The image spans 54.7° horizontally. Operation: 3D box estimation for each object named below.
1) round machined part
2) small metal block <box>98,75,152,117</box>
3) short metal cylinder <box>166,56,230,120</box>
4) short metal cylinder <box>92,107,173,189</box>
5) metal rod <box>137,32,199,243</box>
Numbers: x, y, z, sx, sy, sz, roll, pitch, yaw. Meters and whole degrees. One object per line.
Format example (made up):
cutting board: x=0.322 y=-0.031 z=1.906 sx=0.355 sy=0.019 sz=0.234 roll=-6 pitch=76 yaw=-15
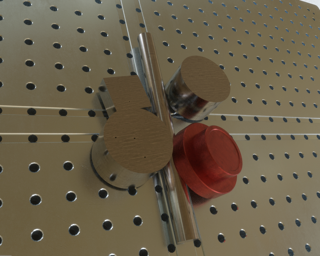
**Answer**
round machined part: x=0.066 y=0.036 z=0.391 sx=0.098 sy=0.042 sz=0.098 roll=27 pitch=45 yaw=-31
small metal block: x=-0.046 y=-0.039 z=0.402 sx=0.050 sy=0.025 sz=0.050 roll=-12 pitch=68 yaw=-33
short metal cylinder: x=0.054 y=-0.058 z=0.451 sx=0.081 sy=0.050 sz=0.080 roll=14 pitch=56 yaw=-21
short metal cylinder: x=-0.032 y=0.023 z=0.355 sx=0.081 sy=0.050 sz=0.080 roll=14 pitch=56 yaw=-21
metal rod: x=0.004 y=-0.006 z=0.409 sx=0.025 sy=0.025 sz=0.299 roll=3 pitch=60 yaw=-27
